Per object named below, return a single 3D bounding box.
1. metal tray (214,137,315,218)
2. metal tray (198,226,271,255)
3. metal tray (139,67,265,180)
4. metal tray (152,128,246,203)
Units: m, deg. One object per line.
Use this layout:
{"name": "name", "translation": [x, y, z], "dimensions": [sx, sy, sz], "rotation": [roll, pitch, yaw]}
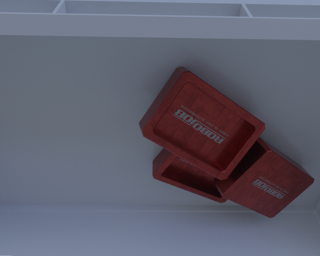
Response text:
{"name": "metal tray", "translation": [0.152, 0.076, 0.446], "dimensions": [0.131, 0.030, 0.090], "rotation": [29, 110, -34]}
{"name": "metal tray", "translation": [0.152, 0.251, 0.625], "dimensions": [0.090, 0.030, 0.130], "rotation": [-36, 122, 26]}
{"name": "metal tray", "translation": [0.052, -0.003, 0.379], "dimensions": [0.131, 0.030, 0.090], "rotation": [31, 101, -21]}
{"name": "metal tray", "translation": [0.066, 0.057, 0.455], "dimensions": [0.131, 0.030, 0.089], "rotation": [24, 126, -20]}
